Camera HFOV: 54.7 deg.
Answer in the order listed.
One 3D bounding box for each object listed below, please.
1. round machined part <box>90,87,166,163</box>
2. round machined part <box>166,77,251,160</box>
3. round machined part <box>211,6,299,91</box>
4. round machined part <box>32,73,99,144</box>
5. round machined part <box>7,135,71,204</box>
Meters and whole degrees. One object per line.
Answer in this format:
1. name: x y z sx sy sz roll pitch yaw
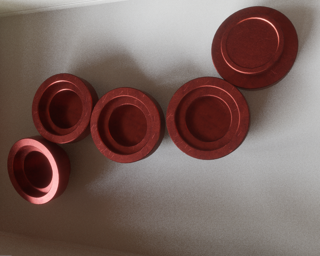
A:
1. round machined part: -0.039 -0.004 0.414 0.098 0.042 0.097 0 91 18
2. round machined part: 0.061 -0.011 0.380 0.098 0.042 0.097 0 90 20
3. round machined part: 0.109 -0.094 0.363 0.098 0.042 0.097 0 90 20
4. round machined part: -0.130 -0.026 0.445 0.098 0.042 0.097 -1 86 18
5. round machined part: -0.172 0.059 0.457 0.098 0.042 0.097 4 101 23
